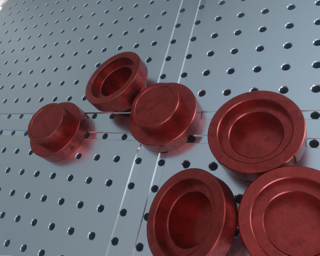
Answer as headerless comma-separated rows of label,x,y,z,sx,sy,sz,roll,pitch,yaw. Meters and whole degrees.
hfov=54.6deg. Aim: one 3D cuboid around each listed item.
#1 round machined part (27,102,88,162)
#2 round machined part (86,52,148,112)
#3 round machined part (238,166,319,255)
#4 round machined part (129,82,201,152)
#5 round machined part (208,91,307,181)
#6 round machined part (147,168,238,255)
round machined part,-0.166,0.000,0.486,0.098,0.042,0.098,-13,56,21
round machined part,-0.059,-0.063,0.462,0.098,0.042,0.098,-20,48,23
round machined part,0.122,0.087,0.276,0.098,0.042,0.098,-9,60,16
round machined part,0.001,-0.021,0.411,0.098,0.042,0.098,-13,56,21
round machined part,0.105,0.011,0.335,0.098,0.042,0.098,-14,55,21
round machined part,0.036,0.093,0.310,0.098,0.042,0.098,-30,43,33
